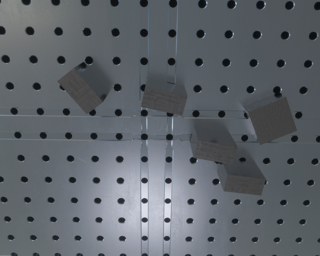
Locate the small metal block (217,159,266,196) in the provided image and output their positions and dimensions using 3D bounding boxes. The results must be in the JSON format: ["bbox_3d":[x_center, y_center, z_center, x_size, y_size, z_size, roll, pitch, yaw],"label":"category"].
[{"bbox_3d":[0.110,0.065,0.425,0.050,0.050,0.025,7,110,-3],"label":"small metal block"}]

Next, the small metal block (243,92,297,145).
[{"bbox_3d":[0.145,-0.012,0.410,0.050,0.025,0.050,-23,109,8],"label":"small metal block"}]

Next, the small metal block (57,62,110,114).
[{"bbox_3d":[-0.092,-0.050,0.381,0.025,0.050,0.050,-36,106,12],"label":"small metal block"}]

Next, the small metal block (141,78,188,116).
[{"bbox_3d":[0.005,-0.040,0.385,0.050,0.050,0.025,12,110,-5],"label":"small metal block"}]

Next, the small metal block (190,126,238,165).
[{"bbox_3d":[0.069,0.022,0.408,0.050,0.050,0.025,10,110,-4],"label":"small metal block"}]
